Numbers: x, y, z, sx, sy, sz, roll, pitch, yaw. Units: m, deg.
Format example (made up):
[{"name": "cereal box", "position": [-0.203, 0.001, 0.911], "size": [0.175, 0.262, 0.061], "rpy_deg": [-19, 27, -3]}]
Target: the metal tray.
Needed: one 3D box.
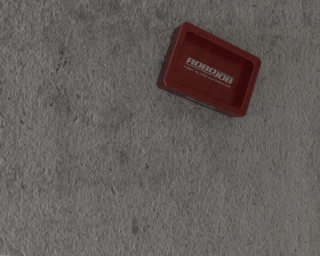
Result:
[{"name": "metal tray", "position": [0.070, -0.077, 0.431], "size": [0.131, 0.030, 0.090], "rpy_deg": [20, 83, -19]}]
